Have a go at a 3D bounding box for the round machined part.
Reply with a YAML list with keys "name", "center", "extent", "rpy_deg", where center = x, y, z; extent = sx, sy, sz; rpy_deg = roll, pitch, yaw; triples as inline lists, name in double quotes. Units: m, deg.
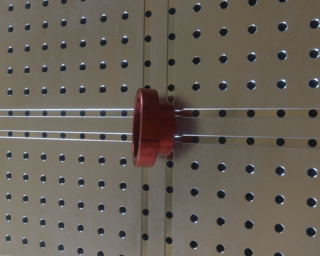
- name: "round machined part"
  center: [-0.008, 0.000, 0.387]
  extent: [0.042, 0.098, 0.097]
  rpy_deg: [3, 91, -11]
